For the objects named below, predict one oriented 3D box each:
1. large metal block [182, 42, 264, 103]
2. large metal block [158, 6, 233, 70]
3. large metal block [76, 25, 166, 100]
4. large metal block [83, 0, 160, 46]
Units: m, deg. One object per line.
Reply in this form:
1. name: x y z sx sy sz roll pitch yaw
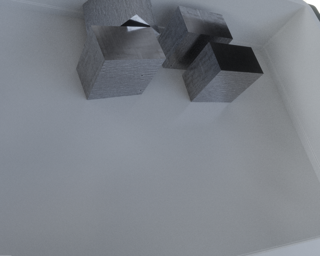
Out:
1. large metal block: 0.093 -0.081 0.472 0.081 0.080 0.050 -2 63 -30
2. large metal block: 0.051 -0.135 0.482 0.081 0.080 0.050 -1 63 -29
3. large metal block: -0.052 -0.082 0.393 0.081 0.080 0.050 -10 67 -33
4. large metal block: -0.055 -0.149 0.424 0.050 0.080 0.080 24 46 -53
